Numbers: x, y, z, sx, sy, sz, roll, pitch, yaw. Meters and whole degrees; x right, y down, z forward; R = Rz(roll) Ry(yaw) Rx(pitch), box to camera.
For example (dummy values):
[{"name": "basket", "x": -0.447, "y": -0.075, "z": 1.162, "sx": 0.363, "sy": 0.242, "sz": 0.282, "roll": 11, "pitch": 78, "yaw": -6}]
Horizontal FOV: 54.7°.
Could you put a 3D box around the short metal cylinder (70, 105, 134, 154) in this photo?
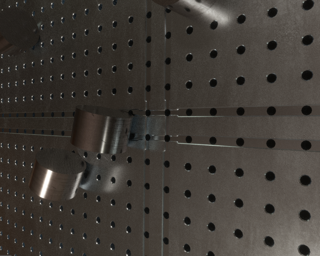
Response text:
[{"name": "short metal cylinder", "x": -0.082, "y": 0.000, "z": 0.439, "sx": 0.080, "sy": 0.081, "sz": 0.050, "roll": 19, "pitch": 102, "yaw": 38}]

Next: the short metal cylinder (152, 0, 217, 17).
[{"name": "short metal cylinder", "x": 0.029, "y": -0.179, "z": 0.368, "sx": 0.080, "sy": 0.050, "sz": 0.079, "roll": 0, "pitch": 90, "yaw": 39}]

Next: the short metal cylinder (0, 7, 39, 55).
[{"name": "short metal cylinder", "x": -0.287, "y": -0.188, "z": 0.607, "sx": 0.050, "sy": 0.081, "sz": 0.080, "roll": -11, "pitch": 83, "yaw": 39}]

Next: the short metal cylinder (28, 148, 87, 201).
[{"name": "short metal cylinder", "x": -0.168, "y": 0.075, "z": 0.509, "sx": 0.080, "sy": 0.081, "sz": 0.050, "roll": 34, "pitch": 111, "yaw": 34}]
